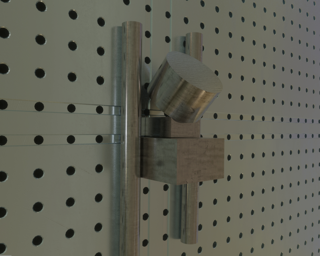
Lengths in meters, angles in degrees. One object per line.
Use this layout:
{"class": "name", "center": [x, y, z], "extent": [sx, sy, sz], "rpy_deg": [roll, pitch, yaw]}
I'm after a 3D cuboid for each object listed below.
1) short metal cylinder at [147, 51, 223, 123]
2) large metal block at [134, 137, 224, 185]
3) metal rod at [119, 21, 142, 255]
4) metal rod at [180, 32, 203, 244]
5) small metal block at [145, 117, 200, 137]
{"class": "short metal cylinder", "center": [0.031, -0.052, 0.391], "extent": [0.080, 0.050, 0.080], "rpy_deg": [23, 35, -17]}
{"class": "large metal block", "center": [0.023, 0.037, 0.390], "extent": [0.081, 0.080, 0.050], "rpy_deg": [1, 90, -40]}
{"class": "metal rod", "center": [-0.036, 0.022, 0.379], "extent": [0.025, 0.025, 0.298], "rpy_deg": [1, 90, -40]}
{"class": "metal rod", "center": [0.046, 0.014, 0.447], "extent": [0.025, 0.025, 0.298], "rpy_deg": [3, 89, -40]}
{"class": "small metal block", "center": [0.016, -0.001, 0.406], "extent": [0.050, 0.050, 0.025], "rpy_deg": [2, 89, -41]}
